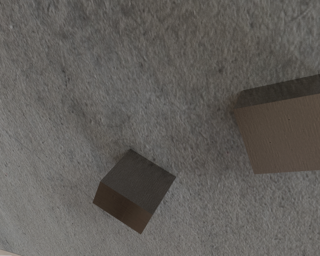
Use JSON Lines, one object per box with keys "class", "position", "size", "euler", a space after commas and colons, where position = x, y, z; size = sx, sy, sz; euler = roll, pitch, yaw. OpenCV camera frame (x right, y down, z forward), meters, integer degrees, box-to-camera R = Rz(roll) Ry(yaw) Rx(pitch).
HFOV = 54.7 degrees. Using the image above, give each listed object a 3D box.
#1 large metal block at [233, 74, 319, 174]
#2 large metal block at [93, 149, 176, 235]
{"class": "large metal block", "position": [0.131, -0.002, 0.320], "size": [0.080, 0.050, 0.080], "euler": [-10, 114, 32]}
{"class": "large metal block", "position": [-0.035, 0.088, 0.443], "size": [0.080, 0.080, 0.050], "euler": [31, 128, 8]}
